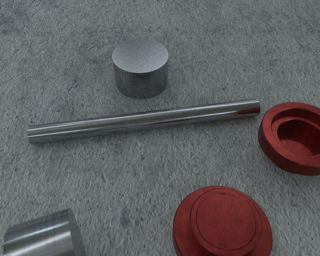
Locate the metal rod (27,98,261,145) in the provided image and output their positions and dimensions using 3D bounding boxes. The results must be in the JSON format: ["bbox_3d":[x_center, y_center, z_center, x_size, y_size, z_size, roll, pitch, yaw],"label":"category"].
[{"bbox_3d":[-0.015,-0.010,0.411,0.302,0.025,0.025,-7,51,-7],"label":"metal rod"}]

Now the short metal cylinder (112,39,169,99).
[{"bbox_3d":[-0.028,-0.089,0.461,0.081,0.050,0.080,0,50,0],"label":"short metal cylinder"}]

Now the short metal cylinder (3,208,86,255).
[{"bbox_3d":[-0.094,0.116,0.269,0.050,0.080,0.080,-16,52,-13],"label":"short metal cylinder"}]

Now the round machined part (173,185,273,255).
[{"bbox_3d":[0.062,0.100,0.309,0.099,0.042,0.098,0,50,0],"label":"round machined part"}]

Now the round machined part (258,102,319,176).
[{"bbox_3d":[0.170,0.017,0.380,0.099,0.042,0.098,0,50,0],"label":"round machined part"}]
